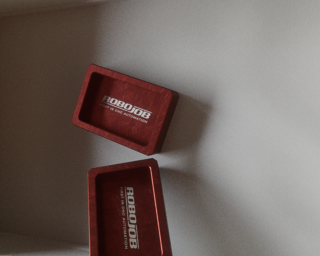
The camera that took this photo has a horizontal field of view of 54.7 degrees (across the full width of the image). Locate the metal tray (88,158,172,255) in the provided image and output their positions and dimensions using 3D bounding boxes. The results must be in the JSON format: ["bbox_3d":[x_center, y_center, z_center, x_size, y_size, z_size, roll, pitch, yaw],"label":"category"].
[{"bbox_3d":[-0.038,0.107,0.378,0.091,0.030,0.130,-10,60,0],"label":"metal tray"}]

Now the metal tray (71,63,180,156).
[{"bbox_3d":[-0.049,-0.026,0.425,0.130,0.030,0.089,21,97,18],"label":"metal tray"}]
